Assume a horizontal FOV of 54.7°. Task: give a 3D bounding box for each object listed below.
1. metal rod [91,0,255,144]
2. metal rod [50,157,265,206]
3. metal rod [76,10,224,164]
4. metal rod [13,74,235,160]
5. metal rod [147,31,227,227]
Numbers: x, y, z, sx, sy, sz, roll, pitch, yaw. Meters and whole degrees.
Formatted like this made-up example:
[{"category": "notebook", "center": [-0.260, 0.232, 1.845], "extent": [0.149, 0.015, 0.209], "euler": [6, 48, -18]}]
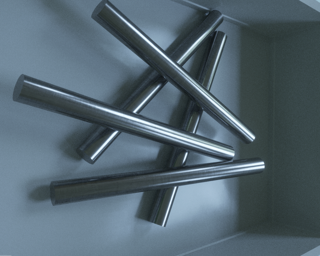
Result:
[{"category": "metal rod", "center": [0.039, -0.055, 0.406], "extent": [0.301, 0.025, 0.025], "euler": [34, 69, -35]}, {"category": "metal rod", "center": [0.020, 0.062, 0.394], "extent": [0.303, 0.025, 0.025], "euler": [-2, 92, -31]}, {"category": "metal rod", "center": [0.003, -0.070, 0.410], "extent": [0.301, 0.025, 0.025], "euler": [-50, 120, -28]}, {"category": "metal rod", "center": [-0.012, 0.001, 0.364], "extent": [0.302, 0.025, 0.025], "euler": [18, 79, -39]}, {"category": "metal rod", "center": [0.044, -0.010, 0.446], "extent": [0.025, 0.025, 0.299], "euler": [32, 70, -36]}]
